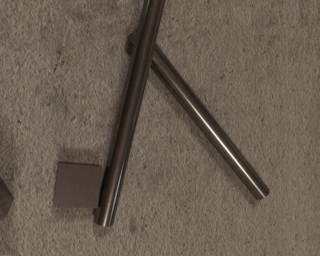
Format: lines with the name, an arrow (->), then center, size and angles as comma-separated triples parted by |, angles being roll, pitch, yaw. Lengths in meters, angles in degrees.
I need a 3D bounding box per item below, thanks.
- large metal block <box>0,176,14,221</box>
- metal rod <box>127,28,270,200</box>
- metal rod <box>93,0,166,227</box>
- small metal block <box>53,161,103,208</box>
large metal block -> -0.200, 0.079, 0.306 | 0.080, 0.080, 0.050 | -29, 100, -18
metal rod -> 0.061, -0.012, 0.432 | 0.025, 0.025, 0.300 | -44, 104, -15
metal rod -> -0.036, -0.028, 0.379 | 0.025, 0.025, 0.298 | 13, 92, -20
small metal block -> -0.099, 0.068, 0.373 | 0.050, 0.025, 0.050 | 7, 88, -20
